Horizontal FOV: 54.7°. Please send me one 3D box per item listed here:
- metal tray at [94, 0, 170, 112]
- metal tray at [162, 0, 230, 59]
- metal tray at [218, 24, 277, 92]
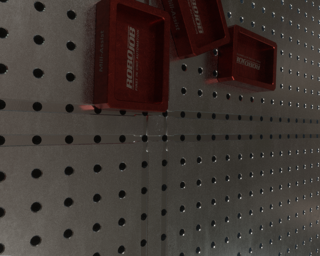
[{"bbox_3d":[-0.032,-0.086,0.380,0.091,0.030,0.129,2,89,-40],"label":"metal tray"},{"bbox_3d":[0.050,-0.175,0.449,0.091,0.030,0.129,-30,109,-36],"label":"metal tray"},{"bbox_3d":[0.155,-0.116,0.538,0.131,0.030,0.089,5,87,-40],"label":"metal tray"}]
